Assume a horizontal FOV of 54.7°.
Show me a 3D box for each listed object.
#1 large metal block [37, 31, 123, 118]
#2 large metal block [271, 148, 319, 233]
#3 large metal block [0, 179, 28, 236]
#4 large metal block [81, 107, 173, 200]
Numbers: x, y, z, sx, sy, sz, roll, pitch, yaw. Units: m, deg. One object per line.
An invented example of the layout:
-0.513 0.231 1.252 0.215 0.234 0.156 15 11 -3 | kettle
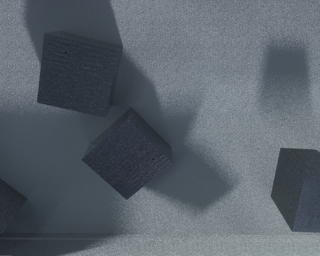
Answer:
-0.094 -0.066 0.373 0.080 0.050 0.079 13 110 -5 | large metal block
0.193 0.080 0.413 0.050 0.080 0.079 3 110 -1 | large metal block
-0.244 0.109 0.420 0.050 0.080 0.080 -43 105 14 | large metal block
-0.041 0.033 0.410 0.080 0.050 0.080 -41 105 13 | large metal block
